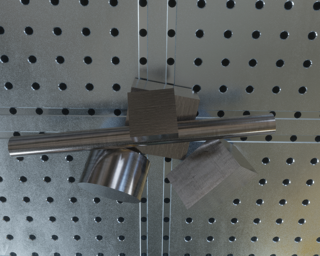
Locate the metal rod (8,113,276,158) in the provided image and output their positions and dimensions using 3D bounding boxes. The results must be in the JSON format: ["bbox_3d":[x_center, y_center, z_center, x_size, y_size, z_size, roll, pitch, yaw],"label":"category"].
[{"bbox_3d":[-0.022,0.009,0.359,0.302,0.025,0.025,-5,110,2],"label":"metal rod"}]

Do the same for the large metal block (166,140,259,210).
[{"bbox_3d":[0.069,0.060,0.396,0.080,0.050,0.080,-43,149,14],"label":"large metal block"}]

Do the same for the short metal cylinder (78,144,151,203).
[{"bbox_3d":[-0.057,0.060,0.395,0.080,0.080,0.050,18,66,-7],"label":"short metal cylinder"}]

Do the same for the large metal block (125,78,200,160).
[{"bbox_3d":[-0.001,-0.012,0.392,0.081,0.050,0.079,10,110,-4],"label":"large metal block"}]

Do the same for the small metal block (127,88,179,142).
[{"bbox_3d":[-0.007,-0.013,0.338,0.050,0.025,0.050,-5,75,2],"label":"small metal block"}]
